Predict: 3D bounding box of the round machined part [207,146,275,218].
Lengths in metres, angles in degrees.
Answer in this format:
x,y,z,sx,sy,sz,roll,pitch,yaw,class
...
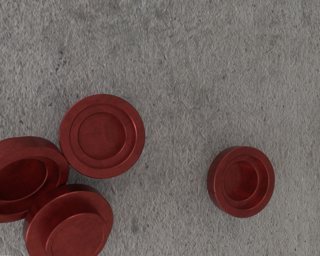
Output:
x,y,z,sx,sy,sz,roll,pitch,yaw,class
0.110,0.074,0.440,0.099,0.042,0.097,0,90,-20,round machined part

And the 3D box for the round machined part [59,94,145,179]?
x,y,z,sx,sy,sz,roll,pitch,yaw,class
-0.071,0.009,0.374,0.099,0.042,0.097,0,90,-20,round machined part

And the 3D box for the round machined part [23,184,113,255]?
x,y,z,sx,sy,sz,roll,pitch,yaw,class
-0.098,0.116,0.348,0.099,0.042,0.097,-12,113,-30,round machined part

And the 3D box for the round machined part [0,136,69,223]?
x,y,z,sx,sy,sz,roll,pitch,yaw,class
-0.151,0.049,0.327,0.099,0.042,0.097,-28,140,-27,round machined part
